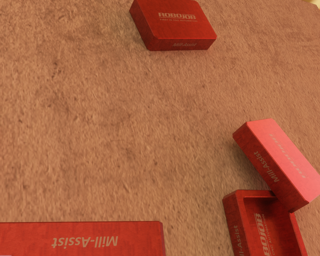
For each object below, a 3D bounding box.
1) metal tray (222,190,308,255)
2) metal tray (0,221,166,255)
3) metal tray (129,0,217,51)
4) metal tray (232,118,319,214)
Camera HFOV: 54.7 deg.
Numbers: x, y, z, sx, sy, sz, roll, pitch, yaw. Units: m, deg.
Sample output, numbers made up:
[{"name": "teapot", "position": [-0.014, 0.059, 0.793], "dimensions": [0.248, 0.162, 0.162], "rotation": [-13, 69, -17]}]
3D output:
[{"name": "metal tray", "position": [0.136, 0.145, 0.387], "dimensions": [0.091, 0.030, 0.130], "rotation": [6, 59, -25]}, {"name": "metal tray", "position": [-0.072, 0.104, 0.260], "dimensions": [0.131, 0.090, 0.030], "rotation": [7, 59, -25]}, {"name": "metal tray", "position": [0.024, -0.176, 0.523], "dimensions": [0.131, 0.030, 0.090], "rotation": [-11, 67, -33]}, {"name": "metal tray", "position": [0.172, 0.047, 0.444], "dimensions": [0.091, 0.030, 0.130], "rotation": [-8, 57, -46]}]
